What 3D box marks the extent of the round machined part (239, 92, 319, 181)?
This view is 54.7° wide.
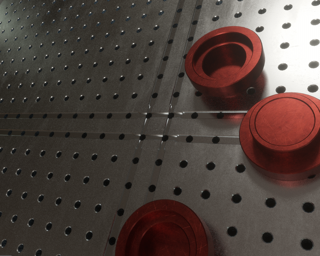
[{"bbox_3d":[0.132,0.002,0.326,0.098,0.042,0.098,-13,56,20],"label":"round machined part"}]

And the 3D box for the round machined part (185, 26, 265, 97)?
[{"bbox_3d":[0.085,-0.081,0.401,0.098,0.042,0.098,-13,56,20],"label":"round machined part"}]

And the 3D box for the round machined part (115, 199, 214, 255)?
[{"bbox_3d":[0.007,0.126,0.315,0.098,0.042,0.098,-13,56,20],"label":"round machined part"}]
